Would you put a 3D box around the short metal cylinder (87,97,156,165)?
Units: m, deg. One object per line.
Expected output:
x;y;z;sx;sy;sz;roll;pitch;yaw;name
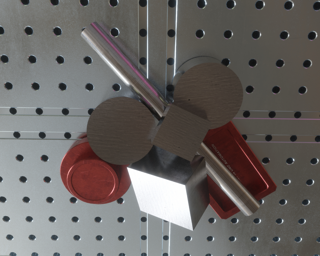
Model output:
-0.048;0.002;0.385;0.081;0.050;0.079;-1;94;-8;short metal cylinder

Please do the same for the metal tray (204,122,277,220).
0.088;0.055;0.427;0.090;0.030;0.130;-35;107;11;metal tray

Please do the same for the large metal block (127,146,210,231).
0.013;0.073;0.395;0.080;0.050;0.080;12;131;31;large metal block

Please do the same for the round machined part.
-0.087;0.064;0.422;0.099;0.042;0.097;0;110;0;round machined part

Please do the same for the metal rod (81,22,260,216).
0.017;-0.007;0.381;0.025;0.025;0.300;-41;96;13;metal rod

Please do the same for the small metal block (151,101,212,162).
0.023;0.003;0.354;0.050;0.025;0.050;25;100;-9;small metal block

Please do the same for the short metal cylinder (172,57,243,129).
0.056;-0.044;0.381;0.081;0.050;0.079;0;110;0;short metal cylinder
